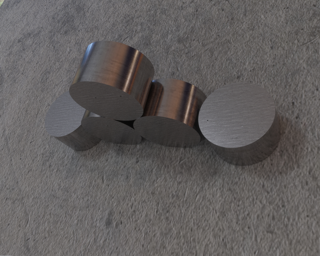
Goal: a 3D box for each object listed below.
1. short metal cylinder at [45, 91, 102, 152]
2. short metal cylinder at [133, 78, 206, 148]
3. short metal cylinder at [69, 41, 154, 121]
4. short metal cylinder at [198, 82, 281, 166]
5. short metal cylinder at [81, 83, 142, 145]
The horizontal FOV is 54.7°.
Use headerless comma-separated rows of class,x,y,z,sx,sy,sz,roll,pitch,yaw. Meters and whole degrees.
short metal cylinder,-0.121,-0.012,0.460,0.080,0.050,0.080,-13,57,21
short metal cylinder,0.014,-0.016,0.373,0.080,0.080,0.050,0,61,28
short metal cylinder,-0.051,-0.049,0.338,0.080,0.080,0.050,1,63,28
short metal cylinder,0.089,-0.004,0.344,0.080,0.050,0.080,-13,57,21
short metal cylinder,-0.057,-0.017,0.411,0.080,0.080,0.050,0,62,28
